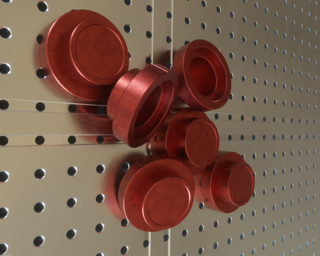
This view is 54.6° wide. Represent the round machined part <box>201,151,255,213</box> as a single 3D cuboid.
[{"bbox_3d":[0.113,0.086,0.492,0.099,0.042,0.097,0,90,-40],"label":"round machined part"}]

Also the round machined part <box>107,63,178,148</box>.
[{"bbox_3d":[-0.023,-0.030,0.357,0.098,0.042,0.098,-50,159,-26],"label":"round machined part"}]

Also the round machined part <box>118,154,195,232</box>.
[{"bbox_3d":[0.002,0.084,0.381,0.099,0.042,0.097,-7,106,-25],"label":"round machined part"}]

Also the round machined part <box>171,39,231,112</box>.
[{"bbox_3d":[0.053,-0.070,0.435,0.099,0.042,0.098,10,75,-39],"label":"round machined part"}]

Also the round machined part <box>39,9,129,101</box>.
[{"bbox_3d":[-0.074,-0.079,0.335,0.099,0.042,0.097,0,90,-40],"label":"round machined part"}]

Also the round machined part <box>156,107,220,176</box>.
[{"bbox_3d":[0.046,0.019,0.435,0.099,0.042,0.097,0,90,-40],"label":"round machined part"}]
